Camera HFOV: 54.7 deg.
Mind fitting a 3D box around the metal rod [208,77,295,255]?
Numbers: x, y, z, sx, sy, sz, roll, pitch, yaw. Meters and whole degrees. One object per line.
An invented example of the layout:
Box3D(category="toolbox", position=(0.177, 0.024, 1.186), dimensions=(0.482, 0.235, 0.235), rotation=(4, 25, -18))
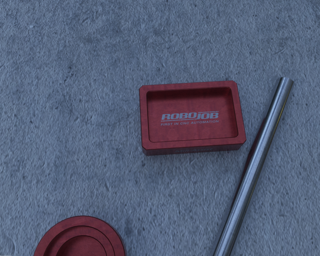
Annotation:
Box3D(category="metal rod", position=(0.111, 0.064, 0.386), dimensions=(0.025, 0.025, 0.300), rotation=(24, 71, 8))

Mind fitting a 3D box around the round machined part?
Box3D(category="round machined part", position=(-0.085, 0.149, 0.344), dimensions=(0.099, 0.042, 0.098), rotation=(0, 70, -1))

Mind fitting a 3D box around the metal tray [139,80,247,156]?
Box3D(category="metal tray", position=(0.040, -0.014, 0.410), dimensions=(0.131, 0.030, 0.090), rotation=(-3, 70, -2))
